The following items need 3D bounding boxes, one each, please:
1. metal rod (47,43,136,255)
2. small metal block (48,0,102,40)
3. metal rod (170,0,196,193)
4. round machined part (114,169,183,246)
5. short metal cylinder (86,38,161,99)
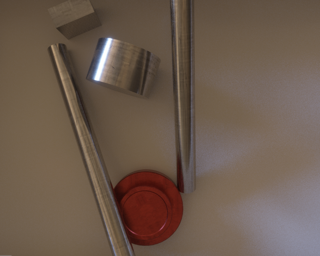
[{"bbox_3d":[-0.085,0.032,0.384,0.025,0.025,0.299,-20,80,0],"label":"metal rod"},{"bbox_3d":[-0.107,-0.142,0.397,0.050,0.050,0.025,-23,90,0],"label":"small metal block"},{"bbox_3d":[0.027,-0.055,0.351,0.025,0.025,0.298,-4,115,0],"label":"metal rod"},{"bbox_3d":[-0.019,0.105,0.403,0.099,0.042,0.097,0,90,-1],"label":"round machined part"},{"bbox_3d":[-0.045,-0.072,0.383,0.080,0.080,0.050,18,90,-1],"label":"short metal cylinder"}]
